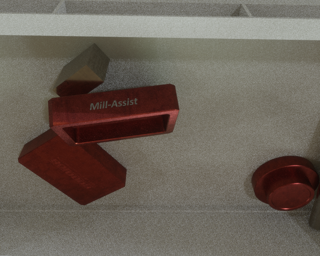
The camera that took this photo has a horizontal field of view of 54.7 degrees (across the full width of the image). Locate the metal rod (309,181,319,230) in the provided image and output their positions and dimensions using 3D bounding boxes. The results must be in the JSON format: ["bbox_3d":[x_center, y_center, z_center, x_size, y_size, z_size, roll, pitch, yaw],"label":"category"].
[{"bbox_3d":[0.246,0.037,0.426,0.025,0.025,0.298,-4,125,3],"label":"metal rod"}]

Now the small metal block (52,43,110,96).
[{"bbox_3d":[-0.085,-0.060,0.341,0.050,0.050,0.025,-30,124,22],"label":"small metal block"}]

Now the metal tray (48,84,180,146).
[{"bbox_3d":[-0.048,-0.012,0.354,0.131,0.030,0.090,-8,164,-5],"label":"metal tray"}]

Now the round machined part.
[{"bbox_3d":[0.196,0.092,0.479,0.099,0.042,0.097,-1,130,0],"label":"round machined part"}]

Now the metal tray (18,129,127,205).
[{"bbox_3d":[-0.123,0.056,0.451,0.090,0.030,0.130,-28,125,21],"label":"metal tray"}]
